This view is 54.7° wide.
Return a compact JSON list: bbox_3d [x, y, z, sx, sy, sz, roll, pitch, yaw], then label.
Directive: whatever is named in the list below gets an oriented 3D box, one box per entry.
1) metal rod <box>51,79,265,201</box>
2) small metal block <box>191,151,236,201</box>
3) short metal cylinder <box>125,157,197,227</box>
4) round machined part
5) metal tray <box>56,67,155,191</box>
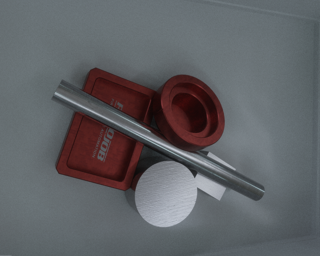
[{"bbox_3d":[0.014,0.025,0.384,0.301,0.025,0.025,28,81,-21],"label":"metal rod"},{"bbox_3d":[0.070,0.066,0.436,0.050,0.025,0.050,33,79,-17],"label":"small metal block"},{"bbox_3d":[0.000,0.079,0.396,0.081,0.050,0.079,0,90,-21],"label":"short metal cylinder"},{"bbox_3d":[0.032,-0.016,0.400,0.099,0.042,0.098,15,61,-28],"label":"round machined part"},{"bbox_3d":[-0.064,0.003,0.382,0.091,0.030,0.129,20,83,-19],"label":"metal tray"}]
